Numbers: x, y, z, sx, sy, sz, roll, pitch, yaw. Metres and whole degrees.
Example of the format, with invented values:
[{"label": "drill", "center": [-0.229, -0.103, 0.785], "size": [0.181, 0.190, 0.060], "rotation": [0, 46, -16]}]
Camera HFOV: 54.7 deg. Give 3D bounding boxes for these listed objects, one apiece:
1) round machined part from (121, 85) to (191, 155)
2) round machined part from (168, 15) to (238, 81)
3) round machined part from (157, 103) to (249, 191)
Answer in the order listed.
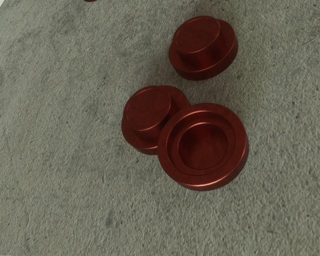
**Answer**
[{"label": "round machined part", "center": [-0.009, -0.017, 0.408], "size": [0.098, 0.042, 0.098], "rotation": [-13, 56, 21]}, {"label": "round machined part", "center": [0.057, -0.119, 0.436], "size": [0.098, 0.042, 0.098], "rotation": [-13, 56, 21]}, {"label": "round machined part", "center": [0.050, 0.024, 0.349], "size": [0.098, 0.042, 0.098], "rotation": [-11, 60, 19]}]
